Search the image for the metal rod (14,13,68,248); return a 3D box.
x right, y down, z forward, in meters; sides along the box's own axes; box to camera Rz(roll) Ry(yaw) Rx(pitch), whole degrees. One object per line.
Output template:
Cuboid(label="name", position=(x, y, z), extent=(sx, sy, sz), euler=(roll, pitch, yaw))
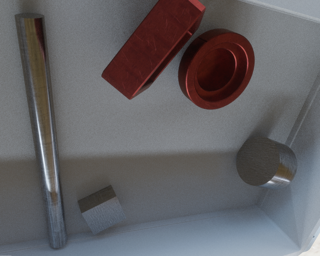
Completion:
Cuboid(label="metal rod", position=(-0.129, 0.027, 0.355), extent=(0.025, 0.025, 0.298), euler=(-10, 123, -24))

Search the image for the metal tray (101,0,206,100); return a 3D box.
Cuboid(label="metal tray", position=(-0.001, -0.077, 0.293), extent=(0.030, 0.130, 0.090), euler=(40, 102, -4))

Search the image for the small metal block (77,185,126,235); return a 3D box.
Cuboid(label="small metal block", position=(-0.081, 0.116, 0.437), extent=(0.050, 0.025, 0.050), euler=(-25, 128, -14))

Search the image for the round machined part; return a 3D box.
Cuboid(label="round machined part", position=(0.066, -0.076, 0.389), extent=(0.099, 0.042, 0.097), euler=(-14, 125, -21))

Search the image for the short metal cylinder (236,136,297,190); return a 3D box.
Cuboid(label="short metal cylinder", position=(0.173, 0.058, 0.507), extent=(0.050, 0.080, 0.080), euler=(18, 109, -36))
